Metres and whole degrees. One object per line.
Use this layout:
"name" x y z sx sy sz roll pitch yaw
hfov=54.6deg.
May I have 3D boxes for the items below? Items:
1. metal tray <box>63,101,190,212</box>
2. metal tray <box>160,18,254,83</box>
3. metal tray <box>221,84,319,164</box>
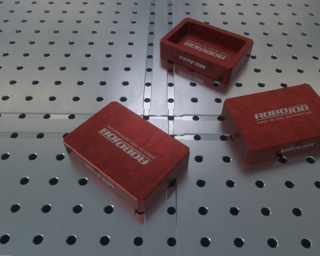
"metal tray" -0.041 0.029 0.380 0.130 0.030 0.090 33 57 24
"metal tray" 0.076 -0.133 0.516 0.130 0.030 0.090 27 55 21
"metal tray" 0.159 -0.009 0.413 0.131 0.030 0.090 -11 51 -10
